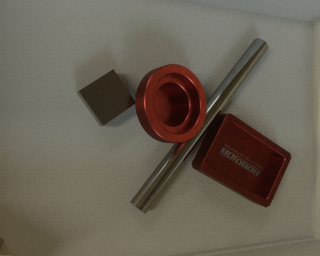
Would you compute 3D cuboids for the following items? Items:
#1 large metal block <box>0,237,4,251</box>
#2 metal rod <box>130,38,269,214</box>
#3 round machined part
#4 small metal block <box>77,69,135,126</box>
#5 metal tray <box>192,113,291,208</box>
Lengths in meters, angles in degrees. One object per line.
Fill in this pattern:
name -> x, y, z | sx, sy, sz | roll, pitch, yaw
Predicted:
large metal block -> -0.210, 0.123, 0.304 | 0.080, 0.080, 0.050 | 42, 77, -16
metal rod -> 0.062, -0.011, 0.434 | 0.025, 0.025, 0.300 | 42, 77, -16
round machined part -> 0.010, -0.030, 0.398 | 0.099, 0.042, 0.097 | 2, 86, -36
small metal block -> -0.067, -0.037, 0.387 | 0.050, 0.025, 0.050 | -37, 102, -16
metal tray -> 0.122, 0.048, 0.454 | 0.131, 0.030, 0.090 | 31, 80, -18
